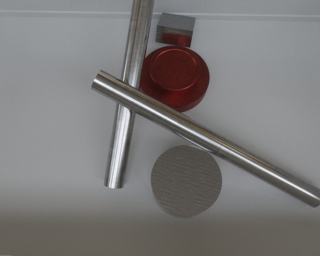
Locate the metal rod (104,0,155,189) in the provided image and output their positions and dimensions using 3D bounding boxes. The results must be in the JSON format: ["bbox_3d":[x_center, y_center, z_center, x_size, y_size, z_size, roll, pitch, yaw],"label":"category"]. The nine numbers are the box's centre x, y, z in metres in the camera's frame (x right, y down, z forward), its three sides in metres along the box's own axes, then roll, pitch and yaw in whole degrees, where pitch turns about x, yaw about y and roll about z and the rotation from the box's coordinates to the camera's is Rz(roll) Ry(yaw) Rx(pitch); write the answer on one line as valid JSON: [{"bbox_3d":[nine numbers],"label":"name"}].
[{"bbox_3d":[-0.032,-0.075,0.373,0.025,0.025,0.298,10,95,3],"label":"metal rod"}]

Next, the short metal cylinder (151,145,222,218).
[{"bbox_3d":[0.030,0.066,0.373,0.081,0.050,0.080,0,70,0],"label":"short metal cylinder"}]

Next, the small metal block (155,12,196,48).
[{"bbox_3d":[0.023,-0.143,0.451,0.050,0.025,0.050,10,41,3],"label":"small metal block"}]

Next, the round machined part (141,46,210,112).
[{"bbox_3d":[0.019,-0.073,0.428,0.099,0.042,0.098,0,70,-1],"label":"round machined part"}]

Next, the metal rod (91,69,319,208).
[{"bbox_3d":[0.061,0.016,0.364,0.301,0.025,0.025,28,72,-7],"label":"metal rod"}]
